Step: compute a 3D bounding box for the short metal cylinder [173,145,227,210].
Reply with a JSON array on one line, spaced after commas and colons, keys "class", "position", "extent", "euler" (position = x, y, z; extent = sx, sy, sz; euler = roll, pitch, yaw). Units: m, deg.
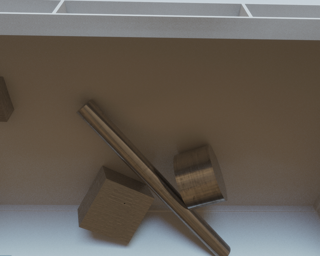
[{"class": "short metal cylinder", "position": [0.057, 0.069, 0.433], "extent": [0.050, 0.080, 0.080], "euler": [-19, 128, 15]}]

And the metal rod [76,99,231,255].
[{"class": "metal rod", "position": [0.001, 0.080, 0.427], "extent": [0.025, 0.025, 0.300], "euler": [-34, 108, 25]}]

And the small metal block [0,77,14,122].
[{"class": "small metal block", "position": [-0.214, -0.035, 0.376], "extent": [0.050, 0.025, 0.050], "euler": [1, 130, -2]}]

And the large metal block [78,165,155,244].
[{"class": "large metal block", "position": [-0.068, 0.115, 0.468], "extent": [0.080, 0.050, 0.080], "euler": [28, 95, -22]}]
